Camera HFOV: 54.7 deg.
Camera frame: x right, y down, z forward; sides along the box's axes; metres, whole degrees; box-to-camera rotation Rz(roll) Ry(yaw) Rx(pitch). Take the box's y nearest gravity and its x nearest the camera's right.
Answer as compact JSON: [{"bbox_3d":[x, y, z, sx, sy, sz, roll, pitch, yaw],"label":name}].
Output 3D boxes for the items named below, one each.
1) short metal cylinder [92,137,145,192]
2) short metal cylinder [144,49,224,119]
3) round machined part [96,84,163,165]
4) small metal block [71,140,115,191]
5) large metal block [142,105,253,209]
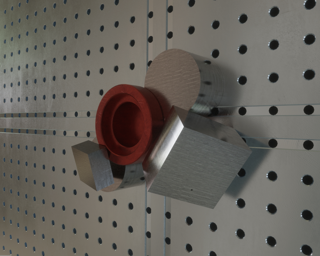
[{"bbox_3d":[-0.059,0.047,0.441,0.080,0.050,0.079,0,90,40],"label":"short metal cylinder"},{"bbox_3d":[0.028,-0.050,0.370,0.080,0.050,0.079,0,90,40],"label":"short metal cylinder"},{"bbox_3d":[-0.033,-0.004,0.387,0.098,0.042,0.097,0,90,40],"label":"round machined part"},{"bbox_3d":[-0.087,0.047,0.400,0.050,0.025,0.050,13,118,51],"label":"small metal block"},{"bbox_3d":[0.036,0.032,0.335,0.080,0.081,0.050,-62,21,21],"label":"large metal block"}]
